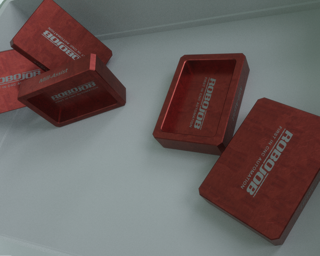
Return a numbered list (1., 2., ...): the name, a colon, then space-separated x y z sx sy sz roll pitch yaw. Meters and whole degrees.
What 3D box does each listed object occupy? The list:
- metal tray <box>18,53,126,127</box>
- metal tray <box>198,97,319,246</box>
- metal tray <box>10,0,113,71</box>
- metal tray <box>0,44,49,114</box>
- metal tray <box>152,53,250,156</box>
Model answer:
1. metal tray: -0.128 -0.051 0.459 0.130 0.090 0.030 -17 55 18
2. metal tray: 0.113 0.039 0.319 0.090 0.030 0.130 28 77 37
3. metal tray: -0.152 -0.126 0.492 0.030 0.130 0.090 7 63 57
4. metal tray: -0.231 -0.079 0.494 0.131 0.089 0.030 -19 22 -21
5. metal tray: 0.054 -0.034 0.394 0.090 0.030 0.130 6 65 30
